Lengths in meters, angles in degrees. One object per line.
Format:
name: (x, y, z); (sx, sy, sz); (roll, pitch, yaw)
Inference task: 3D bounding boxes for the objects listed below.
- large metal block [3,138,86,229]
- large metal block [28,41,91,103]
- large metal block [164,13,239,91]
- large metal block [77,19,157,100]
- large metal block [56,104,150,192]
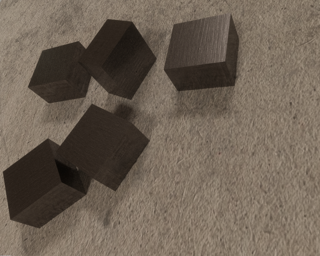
large metal block: (-0.159, 0.075, 0.423); (0.080, 0.050, 0.080); (-36, 51, 4)
large metal block: (-0.166, -0.094, 0.530); (0.080, 0.050, 0.080); (-6, 59, 25)
large metal block: (0.058, -0.100, 0.418); (0.080, 0.050, 0.080); (-2, 61, 26)
large metal block: (-0.060, -0.101, 0.461); (0.050, 0.080, 0.080); (19, 72, 35)
large metal block: (-0.075, 0.024, 0.411); (0.080, 0.050, 0.080); (25, 75, 36)
